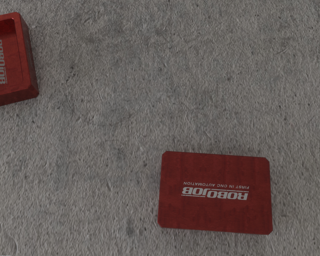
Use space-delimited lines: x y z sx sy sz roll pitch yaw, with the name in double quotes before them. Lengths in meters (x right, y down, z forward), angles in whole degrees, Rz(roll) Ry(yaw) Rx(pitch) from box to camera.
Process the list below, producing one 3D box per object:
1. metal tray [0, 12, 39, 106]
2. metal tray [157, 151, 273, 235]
"metal tray" -0.230 -0.096 0.438 0.091 0.030 0.130 -15 71 -6
"metal tray" 0.065 0.079 0.377 0.131 0.030 0.090 4 70 1
